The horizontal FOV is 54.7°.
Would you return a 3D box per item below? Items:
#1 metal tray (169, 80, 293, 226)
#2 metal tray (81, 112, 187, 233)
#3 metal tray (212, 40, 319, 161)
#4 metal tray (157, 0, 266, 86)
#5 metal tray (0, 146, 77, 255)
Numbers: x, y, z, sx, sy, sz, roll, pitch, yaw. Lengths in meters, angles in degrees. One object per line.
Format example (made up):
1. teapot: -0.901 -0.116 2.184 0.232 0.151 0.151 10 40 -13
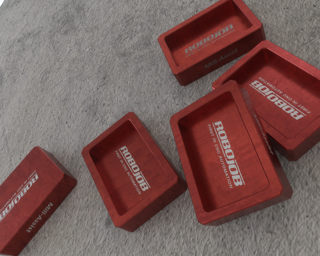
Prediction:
1. metal tray: 0.067 0.026 0.326 0.090 0.030 0.130 -31 57 27
2. metal tray: -0.037 0.050 0.389 0.090 0.030 0.130 -38 51 2
3. metal tray: 0.134 -0.036 0.352 0.090 0.030 0.130 -41 51 0
4. metal tray: 0.069 -0.127 0.441 0.130 0.030 0.090 -28 52 10
5. metal tray: -0.190 0.100 0.439 0.090 0.030 0.130 32 79 38
